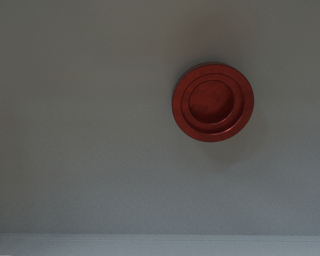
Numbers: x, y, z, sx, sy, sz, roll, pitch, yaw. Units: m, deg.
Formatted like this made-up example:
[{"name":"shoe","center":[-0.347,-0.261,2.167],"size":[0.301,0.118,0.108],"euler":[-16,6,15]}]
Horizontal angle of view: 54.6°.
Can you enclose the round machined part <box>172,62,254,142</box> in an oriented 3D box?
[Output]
[{"name":"round machined part","center":[0.063,-0.035,0.390],"size":[0.099,0.042,0.097],"euler":[0,110,0]}]
